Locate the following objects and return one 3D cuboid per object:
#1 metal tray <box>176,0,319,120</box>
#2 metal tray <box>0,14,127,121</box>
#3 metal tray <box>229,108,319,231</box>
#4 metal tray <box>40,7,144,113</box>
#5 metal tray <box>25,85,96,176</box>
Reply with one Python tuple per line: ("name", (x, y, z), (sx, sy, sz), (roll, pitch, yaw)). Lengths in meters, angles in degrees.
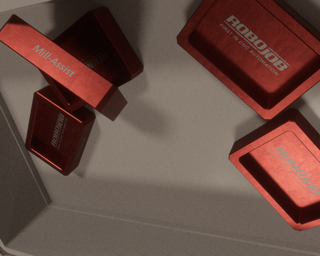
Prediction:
("metal tray", (0.093, -0.081, 0.305), (0.130, 0.030, 0.090), (41, 129, -1))
("metal tray", (-0.102, -0.061, 0.343), (0.130, 0.090, 0.030), (35, 86, 4))
("metal tray", (0.155, 0.052, 0.355), (0.130, 0.030, 0.090), (47, 129, -5))
("metal tray", (-0.096, -0.083, 0.402), (0.130, 0.030, 0.090), (-21, 107, 35))
("metal tray", (-0.162, 0.007, 0.492), (0.090, 0.030, 0.129), (33, 129, 5))
